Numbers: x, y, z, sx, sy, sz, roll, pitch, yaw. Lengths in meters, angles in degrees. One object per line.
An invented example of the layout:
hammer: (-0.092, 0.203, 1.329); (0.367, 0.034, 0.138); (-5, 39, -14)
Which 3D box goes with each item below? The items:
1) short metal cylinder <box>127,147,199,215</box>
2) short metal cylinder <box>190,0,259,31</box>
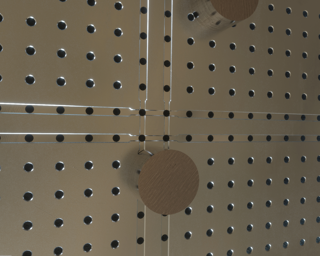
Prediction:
short metal cylinder: (0.003, 0.066, 0.402); (0.081, 0.050, 0.079); (0, 90, -20)
short metal cylinder: (0.089, -0.182, 0.434); (0.081, 0.050, 0.079); (0, 90, -21)
